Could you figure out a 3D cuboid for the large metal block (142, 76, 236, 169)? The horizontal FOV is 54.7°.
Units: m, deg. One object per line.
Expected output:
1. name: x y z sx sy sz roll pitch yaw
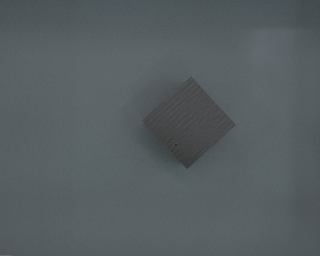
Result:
1. large metal block: 0.035 -0.006 0.399 0.080 0.050 0.080 -42 91 0
